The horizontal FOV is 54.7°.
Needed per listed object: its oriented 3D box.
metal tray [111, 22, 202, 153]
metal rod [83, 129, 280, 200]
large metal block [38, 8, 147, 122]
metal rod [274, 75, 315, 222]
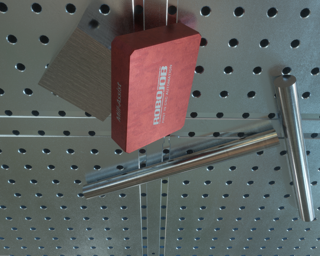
[{"bbox_3d":[-0.007,-0.041,0.340,0.091,0.030,0.129,-24,139,-32],"label":"metal tray"},{"bbox_3d":[0.022,0.058,0.461,0.301,0.025,0.025,-18,128,14],"label":"metal rod"},{"bbox_3d":[-0.071,-0.066,0.338,0.080,0.050,0.080,32,123,-25],"label":"large metal block"},{"bbox_3d":[0.204,0.050,0.456,0.025,0.025,0.299,-17,128,14],"label":"metal rod"}]
